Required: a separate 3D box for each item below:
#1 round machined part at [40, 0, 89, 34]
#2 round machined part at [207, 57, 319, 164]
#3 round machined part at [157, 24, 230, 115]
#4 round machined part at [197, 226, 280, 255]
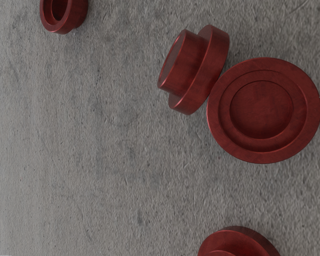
[{"bbox_3d":[-0.159,-0.208,0.526,0.098,0.042,0.097,0,90,40],"label":"round machined part"},{"bbox_3d":[0.097,-0.018,0.298,0.098,0.042,0.097,3,104,15],"label":"round machined part"},{"bbox_3d":[0.030,-0.066,0.334,0.098,0.042,0.098,-156,89,-78],"label":"round machined part"},{"bbox_3d":[0.080,0.158,0.328,0.098,0.042,0.097,0,90,40],"label":"round machined part"}]
